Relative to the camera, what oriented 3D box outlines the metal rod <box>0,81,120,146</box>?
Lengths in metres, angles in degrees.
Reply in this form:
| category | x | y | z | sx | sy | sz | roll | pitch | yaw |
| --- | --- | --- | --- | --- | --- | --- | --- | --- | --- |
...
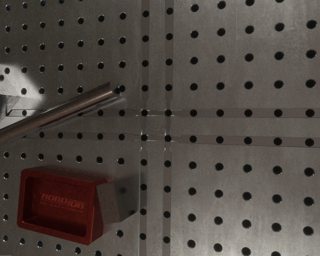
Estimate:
| category | x | y | z | sx | sy | sz | roll | pitch | yaw |
| --- | --- | --- | --- | --- | --- | --- | --- | --- | --- |
| metal rod | -0.197 | -0.006 | 0.480 | 0.300 | 0.025 | 0.025 | -20 | 84 | 18 |

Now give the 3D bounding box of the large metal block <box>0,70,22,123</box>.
| category | x | y | z | sx | sy | sz | roll | pitch | yaw |
| --- | --- | --- | --- | --- | --- | --- | --- | --- | --- |
| large metal block | -0.287 | -0.052 | 0.498 | 0.080 | 0.050 | 0.080 | -45 | 77 | 14 |

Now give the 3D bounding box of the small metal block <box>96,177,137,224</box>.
| category | x | y | z | sx | sy | sz | roll | pitch | yaw |
| --- | --- | --- | --- | --- | --- | --- | --- | --- | --- |
| small metal block | -0.057 | 0.097 | 0.418 | 0.025 | 0.050 | 0.050 | -13 | 86 | 19 |

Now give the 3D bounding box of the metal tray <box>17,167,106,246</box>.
| category | x | y | z | sx | sy | sz | roll | pitch | yaw |
| --- | --- | --- | --- | --- | --- | --- | --- | --- | --- |
| metal tray | -0.147 | 0.112 | 0.460 | 0.130 | 0.030 | 0.089 | 6 | 92 | 19 |
